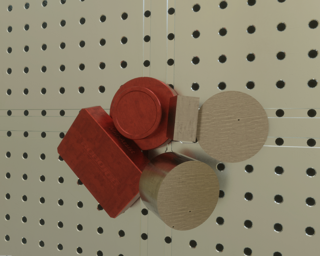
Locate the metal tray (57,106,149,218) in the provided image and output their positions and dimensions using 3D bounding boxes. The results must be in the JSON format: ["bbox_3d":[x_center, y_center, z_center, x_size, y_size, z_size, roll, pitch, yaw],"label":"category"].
[{"bbox_3d":[-0.074,0.045,0.420,0.130,0.030,0.090,47,119,13],"label":"metal tray"}]

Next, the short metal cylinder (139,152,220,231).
[{"bbox_3d":[0.022,0.072,0.365,0.050,0.081,0.079,16,97,63],"label":"short metal cylinder"}]

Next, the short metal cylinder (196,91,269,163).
[{"bbox_3d":[0.086,-0.001,0.365,0.080,0.050,0.079,0,90,20],"label":"short metal cylinder"}]

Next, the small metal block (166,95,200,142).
[{"bbox_3d":[0.026,-0.011,0.367,0.025,0.050,0.050,5,91,-8],"label":"small metal block"}]

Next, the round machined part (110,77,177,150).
[{"bbox_3d":[-0.023,-0.019,0.407,0.098,0.042,0.097,0,90,19],"label":"round machined part"}]
